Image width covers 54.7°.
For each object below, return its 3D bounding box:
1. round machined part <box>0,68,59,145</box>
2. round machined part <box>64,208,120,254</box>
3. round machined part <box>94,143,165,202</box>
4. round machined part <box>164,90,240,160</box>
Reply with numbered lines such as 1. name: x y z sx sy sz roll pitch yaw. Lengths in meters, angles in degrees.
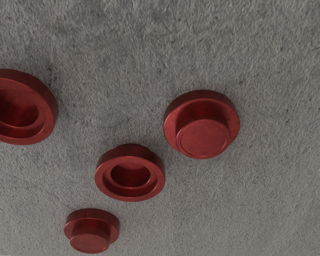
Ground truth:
1. round machined part: -0.171 -0.029 0.370 0.099 0.042 0.097 0 130 0
2. round machined part: -0.123 0.190 0.557 0.099 0.042 0.097 0 130 0
3. round machined part: -0.042 0.060 0.447 0.099 0.042 0.097 0 130 0
4. round machined part: 0.054 0.003 0.399 0.099 0.042 0.097 0 130 0
